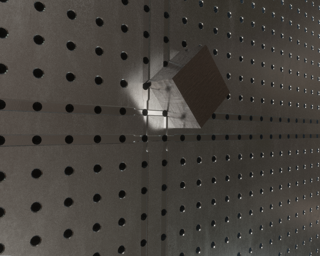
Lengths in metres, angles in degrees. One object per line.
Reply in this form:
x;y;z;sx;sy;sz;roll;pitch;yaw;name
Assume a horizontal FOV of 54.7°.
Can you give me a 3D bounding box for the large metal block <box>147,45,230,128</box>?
0.042;-0.056;0.430;0.080;0.050;0.080;-48;119;-29;large metal block
